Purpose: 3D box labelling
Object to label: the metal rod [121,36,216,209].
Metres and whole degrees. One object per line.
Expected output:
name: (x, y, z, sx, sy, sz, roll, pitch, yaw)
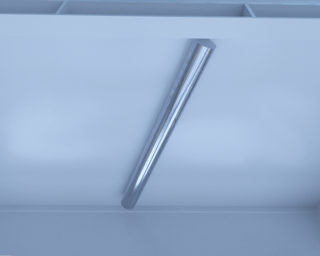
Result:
metal rod: (-0.002, 0.016, 0.419, 0.025, 0.025, 0.298, 15, 129, -13)
